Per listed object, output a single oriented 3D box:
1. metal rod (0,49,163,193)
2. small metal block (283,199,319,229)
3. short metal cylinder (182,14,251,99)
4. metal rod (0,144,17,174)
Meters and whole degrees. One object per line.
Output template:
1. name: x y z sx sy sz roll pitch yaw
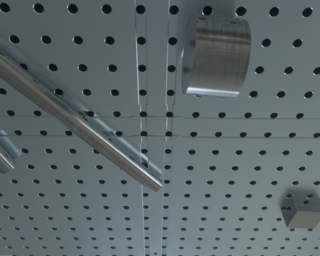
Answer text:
1. metal rod: -0.100 0.002 0.412 0.025 0.025 0.300 -32 124 24
2. small metal block: 0.252 0.151 0.543 0.050 0.025 0.050 4 130 -4
3. short metal cylinder: 0.053 -0.072 0.315 0.050 0.080 0.079 5 130 -4
4. metal rod: -0.271 -0.050 0.366 0.025 0.025 0.299 -14 129 12
